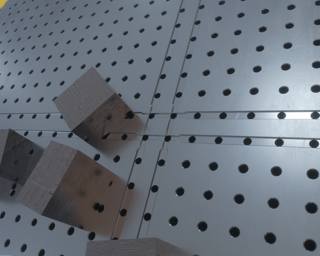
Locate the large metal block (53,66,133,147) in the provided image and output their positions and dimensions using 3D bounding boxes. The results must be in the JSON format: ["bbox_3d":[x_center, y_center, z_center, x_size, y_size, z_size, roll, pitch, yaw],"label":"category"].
[{"bbox_3d":[-0.102,-0.033,0.467,0.080,0.050,0.080,-42,51,-1],"label":"large metal block"}]

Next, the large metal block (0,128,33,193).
[{"bbox_3d":[-0.260,0.056,0.496,0.080,0.050,0.080,-16,55,19],"label":"large metal block"}]

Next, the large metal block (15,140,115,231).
[{"bbox_3d":[-0.114,0.073,0.389,0.050,0.080,0.080,14,69,34],"label":"large metal block"}]

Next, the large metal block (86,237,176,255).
[{"bbox_3d":[-0.031,0.159,0.312,0.080,0.050,0.080,-11,57,22],"label":"large metal block"}]
